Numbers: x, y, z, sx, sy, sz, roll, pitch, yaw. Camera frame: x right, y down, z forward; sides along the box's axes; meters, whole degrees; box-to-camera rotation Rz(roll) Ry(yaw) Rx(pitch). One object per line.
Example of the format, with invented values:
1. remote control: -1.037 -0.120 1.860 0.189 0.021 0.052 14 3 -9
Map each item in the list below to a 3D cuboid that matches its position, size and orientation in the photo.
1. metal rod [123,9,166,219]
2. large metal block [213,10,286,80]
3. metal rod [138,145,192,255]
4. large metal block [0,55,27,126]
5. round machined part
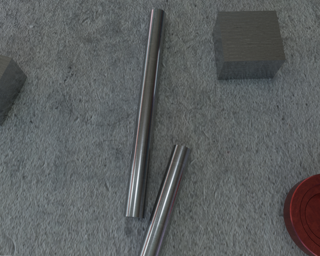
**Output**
1. metal rod: -0.017 -0.033 0.419 0.025 0.025 0.299 5 70 1
2. large metal block: 0.122 -0.116 0.439 0.081 0.050 0.080 -2 70 -1
3. metal rod: -0.017 0.160 0.349 0.025 0.025 0.299 17 71 6
4. large metal block: -0.241 -0.057 0.413 0.080 0.050 0.080 16 71 5
5. round machined part: 0.194 0.105 0.363 0.099 0.042 0.098 0 70 -1
